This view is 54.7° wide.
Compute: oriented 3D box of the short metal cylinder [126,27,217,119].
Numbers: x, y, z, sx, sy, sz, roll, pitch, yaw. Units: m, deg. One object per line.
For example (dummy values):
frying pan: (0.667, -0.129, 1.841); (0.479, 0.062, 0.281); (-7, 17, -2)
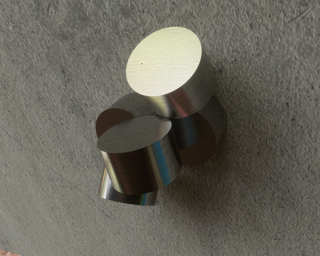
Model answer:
short metal cylinder: (0.013, -0.056, 0.321); (0.080, 0.080, 0.050); (1, 157, 27)

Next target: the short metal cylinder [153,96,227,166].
short metal cylinder: (0.035, -0.001, 0.371); (0.080, 0.050, 0.079); (13, 124, 20)

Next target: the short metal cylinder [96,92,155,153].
short metal cylinder: (-0.037, -0.001, 0.409); (0.080, 0.050, 0.079); (13, 124, 20)

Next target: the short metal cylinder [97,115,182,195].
short metal cylinder: (-0.021, 0.027, 0.334); (0.080, 0.080, 0.050); (-1, 118, 28)

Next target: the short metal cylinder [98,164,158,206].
short metal cylinder: (-0.041, 0.074, 0.430); (0.080, 0.080, 0.050); (7, 83, 24)
